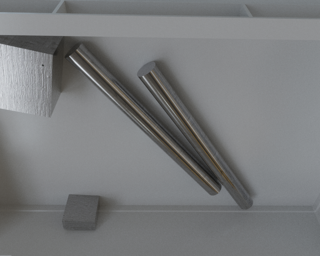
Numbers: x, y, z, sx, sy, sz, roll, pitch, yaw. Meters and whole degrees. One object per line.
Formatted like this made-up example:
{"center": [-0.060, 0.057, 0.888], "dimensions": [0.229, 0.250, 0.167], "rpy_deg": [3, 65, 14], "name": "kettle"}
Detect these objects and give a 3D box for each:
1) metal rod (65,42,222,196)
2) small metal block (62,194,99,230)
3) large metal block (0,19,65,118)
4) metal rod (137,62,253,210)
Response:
{"center": [-0.004, 0.006, 0.413], "dimensions": [0.025, 0.025, 0.300], "rpy_deg": [-30, 125, 23], "name": "metal rod"}
{"center": [-0.128, 0.138, 0.508], "dimensions": [0.050, 0.050, 0.025], "rpy_deg": [3, 130, -3], "name": "small metal block"}
{"center": [-0.152, -0.064, 0.335], "dimensions": [0.081, 0.050, 0.079], "rpy_deg": [11, 129, -10], "name": "large metal block"}
{"center": [0.064, 0.029, 0.434], "dimensions": [0.025, 0.025, 0.300], "rpy_deg": [-26, 126, 20], "name": "metal rod"}
